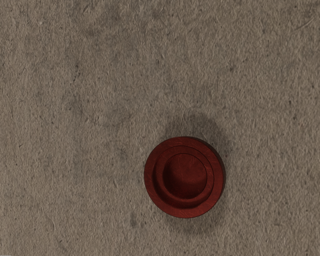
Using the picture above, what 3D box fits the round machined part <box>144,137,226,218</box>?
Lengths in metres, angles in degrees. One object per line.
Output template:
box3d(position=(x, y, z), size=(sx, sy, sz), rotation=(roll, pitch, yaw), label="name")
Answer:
box3d(position=(0.033, 0.059, 0.388), size=(0.098, 0.042, 0.097), rotation=(0, 90, 19), label="round machined part")
